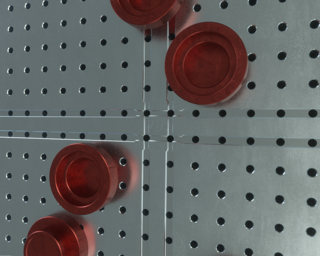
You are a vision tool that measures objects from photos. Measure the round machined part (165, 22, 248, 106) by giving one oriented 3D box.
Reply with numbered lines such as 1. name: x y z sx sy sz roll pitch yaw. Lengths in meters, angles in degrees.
1. round machined part: 0.059 -0.076 0.383 0.098 0.042 0.097 0 90 20

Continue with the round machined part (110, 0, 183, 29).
1. round machined part: -0.014 -0.179 0.409 0.098 0.042 0.097 0 90 20

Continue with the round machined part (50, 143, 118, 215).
1. round machined part: -0.103 0.069 0.441 0.098 0.042 0.097 0 90 20

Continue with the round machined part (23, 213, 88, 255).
1. round machined part: -0.161 0.181 0.461 0.098 0.042 0.097 0 90 20
